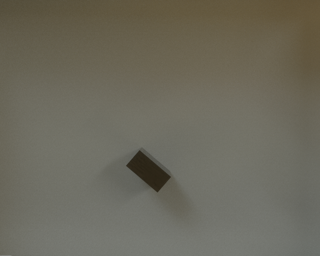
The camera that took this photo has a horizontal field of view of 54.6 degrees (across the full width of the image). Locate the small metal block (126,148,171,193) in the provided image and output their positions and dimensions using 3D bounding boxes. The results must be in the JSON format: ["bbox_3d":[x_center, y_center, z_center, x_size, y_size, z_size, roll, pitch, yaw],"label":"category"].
[{"bbox_3d":[-0.014,0.052,0.399,0.050,0.050,0.025,40,90,0],"label":"small metal block"}]
